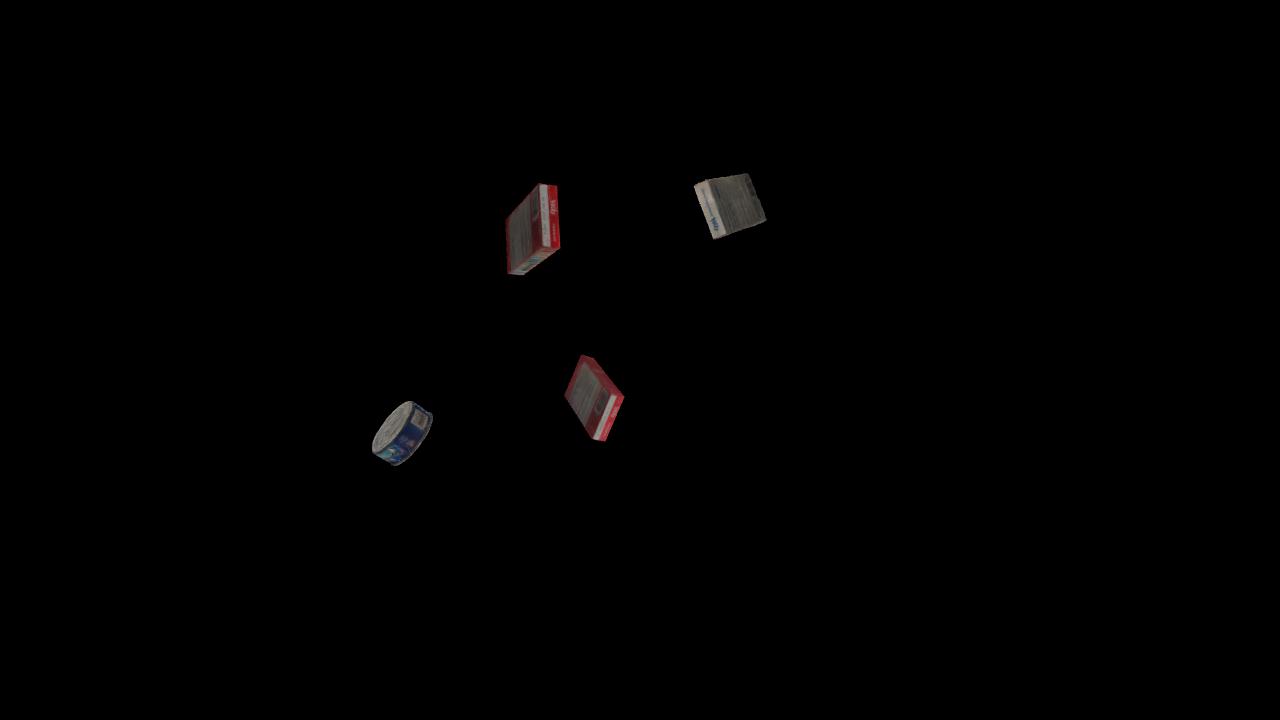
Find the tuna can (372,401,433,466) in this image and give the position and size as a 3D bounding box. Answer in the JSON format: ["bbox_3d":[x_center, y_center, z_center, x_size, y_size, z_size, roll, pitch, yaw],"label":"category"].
[{"bbox_3d":[-0.317,0.096,0.819,0.034,0.084,0.084,43,-25,-31],"label":"tuna can"}]

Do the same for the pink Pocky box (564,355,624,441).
[{"bbox_3d":[-0.078,0.060,1.019,0.029,0.084,0.155,15,16,-30],"label":"pink Pocky box"}]

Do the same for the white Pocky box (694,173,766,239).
[{"bbox_3d":[0.140,-0.235,0.930,0.028,0.084,0.154,-18,8,37],"label":"white Pocky box"}]

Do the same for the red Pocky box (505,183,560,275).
[{"bbox_3d":[-0.145,-0.169,0.817,0.028,0.083,0.155,-2,-5,-28],"label":"red Pocky box"}]
